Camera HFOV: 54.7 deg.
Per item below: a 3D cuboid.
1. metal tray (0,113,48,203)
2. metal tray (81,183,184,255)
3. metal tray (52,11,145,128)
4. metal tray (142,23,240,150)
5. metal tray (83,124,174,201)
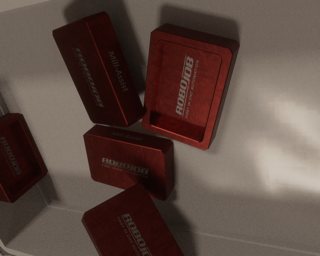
[{"bbox_3d":[-0.255,0.050,0.528,0.030,0.090,0.129,1,119,28],"label":"metal tray"},{"bbox_3d":[-0.033,0.151,0.408,0.130,0.091,0.030,58,154,12],"label":"metal tray"},{"bbox_3d":[-0.076,-0.067,0.381,0.090,0.030,0.129,7,123,49],"label":"metal tray"},{"bbox_3d":[0.030,-0.045,0.360,0.090,0.030,0.129,19,126,16],"label":"metal tray"},{"bbox_3d":[-0.045,0.050,0.459,0.130,0.030,0.089,11,123,21],"label":"metal tray"}]
